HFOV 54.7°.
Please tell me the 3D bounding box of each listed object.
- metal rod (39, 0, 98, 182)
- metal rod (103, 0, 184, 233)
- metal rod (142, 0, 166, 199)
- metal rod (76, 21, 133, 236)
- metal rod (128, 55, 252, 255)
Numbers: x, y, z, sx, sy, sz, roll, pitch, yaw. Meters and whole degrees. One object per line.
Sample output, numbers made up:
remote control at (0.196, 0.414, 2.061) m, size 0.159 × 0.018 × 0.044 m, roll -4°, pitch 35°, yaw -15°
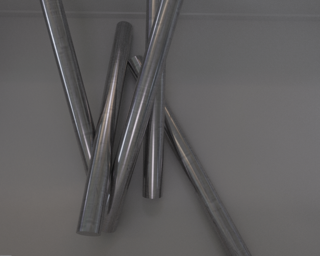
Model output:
metal rod at (-0.110, -0.073, 0.373) m, size 0.025 × 0.025 × 0.298 m, roll -14°, pitch 95°, yaw -5°
metal rod at (-0.022, -0.024, 0.351) m, size 0.025 × 0.025 × 0.298 m, roll 17°, pitch 97°, yaw 6°
metal rod at (-0.006, -0.065, 0.372) m, size 0.025 × 0.025 × 0.298 m, roll 1°, pitch 94°, yaw 0°
metal rod at (-0.063, -0.022, 0.389) m, size 0.025 × 0.025 × 0.299 m, roll 4°, pitch 60°, yaw 1°
metal rod at (0.030, 0.030, 0.398) m, size 0.025 × 0.025 × 0.299 m, roll -25°, pitch 72°, yaw -9°
